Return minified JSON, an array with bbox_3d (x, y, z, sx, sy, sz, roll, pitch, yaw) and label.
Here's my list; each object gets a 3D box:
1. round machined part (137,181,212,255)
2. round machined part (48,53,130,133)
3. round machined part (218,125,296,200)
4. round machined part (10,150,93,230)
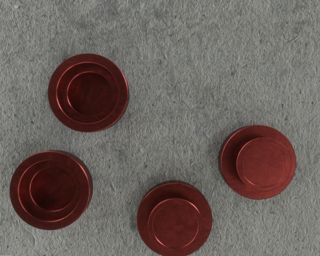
[{"bbox_3d":[0.019,0.120,0.402,0.099,0.042,0.097,0,90,0],"label":"round machined part"},{"bbox_3d":[-0.088,-0.043,0.401,0.099,0.042,0.097,0,90,0],"label":"round machined part"},{"bbox_3d":[0.129,0.045,0.402,0.099,0.042,0.097,0,90,0],"label":"round machined part"},{"bbox_3d":[-0.135,0.077,0.400,0.099,0.042,0.097,0,90,0],"label":"round machined part"}]
